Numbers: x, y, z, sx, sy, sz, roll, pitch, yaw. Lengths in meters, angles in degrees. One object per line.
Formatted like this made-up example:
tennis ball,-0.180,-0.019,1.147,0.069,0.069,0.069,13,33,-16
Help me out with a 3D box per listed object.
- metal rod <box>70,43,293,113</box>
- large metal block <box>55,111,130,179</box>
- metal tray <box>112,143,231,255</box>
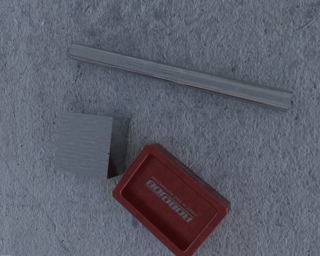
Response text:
metal rod,0.013,-0.071,0.404,0.301,0.025,0.025,17,96,19
large metal block,-0.092,0.021,0.428,0.080,0.050,0.079,7,92,19
metal tray,0.013,0.093,0.401,0.130,0.030,0.090,39,102,15
